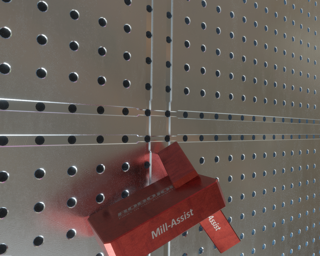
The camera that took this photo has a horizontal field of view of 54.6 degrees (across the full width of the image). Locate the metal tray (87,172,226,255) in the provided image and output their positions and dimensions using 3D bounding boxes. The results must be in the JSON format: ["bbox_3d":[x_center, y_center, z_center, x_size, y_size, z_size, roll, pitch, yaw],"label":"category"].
[{"bbox_3d":[-0.006,0.092,0.339,0.131,0.090,0.030,-24,100,-22],"label":"metal tray"}]

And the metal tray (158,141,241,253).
[{"bbox_3d":[0.050,0.089,0.406,0.030,0.090,0.130,-33,115,1],"label":"metal tray"}]
